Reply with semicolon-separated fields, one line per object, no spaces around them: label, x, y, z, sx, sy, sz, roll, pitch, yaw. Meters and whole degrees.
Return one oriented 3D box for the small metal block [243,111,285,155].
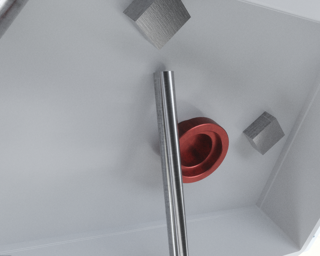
small metal block;0.172;0.009;0.511;0.050;0.025;0.050;-43;130;1

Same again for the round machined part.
round machined part;0.045;0.027;0.441;0.099;0.042;0.097;-14;125;-21

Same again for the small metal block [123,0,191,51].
small metal block;-0.002;-0.120;0.327;0.050;0.025;0.050;-46;144;4

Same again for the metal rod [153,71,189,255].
metal rod;0.017;0.080;0.391;0.025;0.025;0.298;-8;98;-25

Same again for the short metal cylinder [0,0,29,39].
short metal cylinder;-0.145;-0.106;0.228;0.080;0.080;0.050;34;99;-39
